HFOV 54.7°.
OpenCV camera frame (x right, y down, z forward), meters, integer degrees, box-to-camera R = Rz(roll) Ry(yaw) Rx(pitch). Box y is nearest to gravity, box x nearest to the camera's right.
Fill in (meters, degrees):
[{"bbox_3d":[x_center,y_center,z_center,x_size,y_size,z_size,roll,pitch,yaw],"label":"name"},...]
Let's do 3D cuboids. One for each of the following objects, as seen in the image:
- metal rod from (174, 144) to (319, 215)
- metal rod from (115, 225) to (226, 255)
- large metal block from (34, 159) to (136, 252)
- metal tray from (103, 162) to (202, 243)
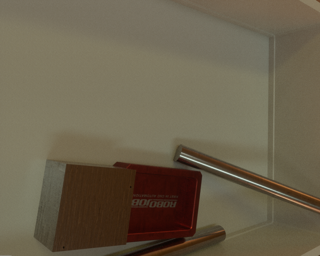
[{"bbox_3d":[0.162,0.088,0.468,0.302,0.025,0.025,21,75,-14],"label":"metal rod"},{"bbox_3d":[-0.021,0.165,0.390,0.302,0.025,0.025,1,90,-40],"label":"metal rod"},{"bbox_3d":[-0.077,0.079,0.327,0.081,0.050,0.080,12,82,-40],"label":"large metal block"},{"bbox_3d":[-0.004,0.095,0.402,0.131,0.030,0.090,12,82,-40],"label":"metal tray"}]
